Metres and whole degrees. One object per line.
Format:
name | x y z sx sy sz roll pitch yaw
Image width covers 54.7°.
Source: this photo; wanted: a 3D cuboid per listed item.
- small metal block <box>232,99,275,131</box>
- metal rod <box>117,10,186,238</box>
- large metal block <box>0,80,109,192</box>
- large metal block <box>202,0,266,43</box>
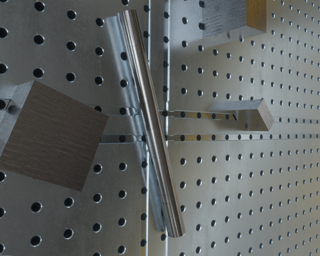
small metal block | 0.159 -0.021 0.530 0.025 0.050 0.050 -52 121 -27
metal rod | -0.009 0.003 0.403 0.025 0.025 0.298 -21 104 -38
large metal block | -0.109 0.010 0.303 0.080 0.050 0.080 28 72 -37
large metal block | 0.111 -0.180 0.469 0.050 0.080 0.079 -1 91 -40
